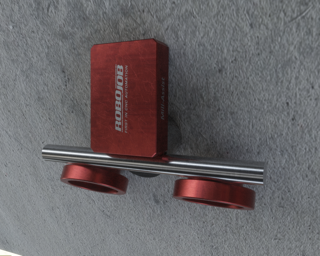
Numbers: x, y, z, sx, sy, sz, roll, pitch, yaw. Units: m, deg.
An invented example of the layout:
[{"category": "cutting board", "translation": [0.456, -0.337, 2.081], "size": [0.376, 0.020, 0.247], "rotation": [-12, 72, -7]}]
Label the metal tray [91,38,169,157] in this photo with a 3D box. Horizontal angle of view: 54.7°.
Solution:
[{"category": "metal tray", "translation": [-0.037, -0.034, 0.367], "size": [0.090, 0.030, 0.129], "rotation": [2, 93, 26]}]

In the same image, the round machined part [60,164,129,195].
[{"category": "round machined part", "translation": [-0.095, 0.069, 0.467], "size": [0.099, 0.042, 0.098], "rotation": [9, 159, 4]}]

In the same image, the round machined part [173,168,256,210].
[{"category": "round machined part", "translation": [0.067, 0.072, 0.383], "size": [0.099, 0.042, 0.098], "rotation": [9, 164, 3]}]

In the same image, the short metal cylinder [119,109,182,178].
[{"category": "short metal cylinder", "translation": [-0.017, 0.019, 0.412], "size": [0.080, 0.050, 0.079], "rotation": [13, 124, 20]}]

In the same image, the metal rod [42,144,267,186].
[{"category": "metal rod", "translation": [-0.027, 0.041, 0.383], "size": [0.301, 0.025, 0.025], "rotation": [2, 120, 26]}]
